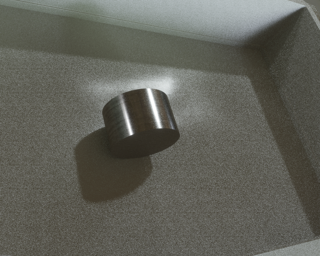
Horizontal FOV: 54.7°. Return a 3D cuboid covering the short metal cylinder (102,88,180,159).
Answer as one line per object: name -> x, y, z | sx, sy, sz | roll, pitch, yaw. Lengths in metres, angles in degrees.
short metal cylinder -> -0.022, -0.003, 0.361 | 0.081, 0.080, 0.050 | -3, 63, -30
